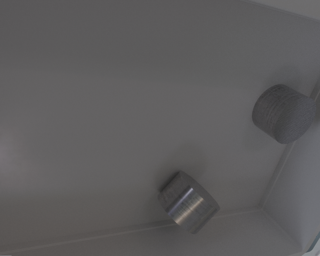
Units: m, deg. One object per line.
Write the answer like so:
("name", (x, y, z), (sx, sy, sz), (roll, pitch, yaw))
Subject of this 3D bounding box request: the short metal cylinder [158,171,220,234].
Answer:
("short metal cylinder", (0.043, 0.111, 0.465), (0.050, 0.080, 0.080), (-48, 129, 5))

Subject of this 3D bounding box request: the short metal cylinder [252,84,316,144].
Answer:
("short metal cylinder", (0.193, -0.022, 0.484), (0.081, 0.050, 0.079), (-14, 124, -21))
